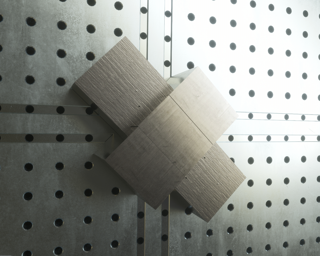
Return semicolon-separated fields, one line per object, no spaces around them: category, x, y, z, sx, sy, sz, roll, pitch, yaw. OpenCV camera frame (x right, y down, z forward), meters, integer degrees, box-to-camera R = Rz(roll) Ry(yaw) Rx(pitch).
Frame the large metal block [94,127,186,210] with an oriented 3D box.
large metal block;-0.028;0.044;0.374;0.050;0.080;0.080;-46;105;-14

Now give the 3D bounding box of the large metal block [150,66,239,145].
large metal block;0.040;-0.026;0.400;0.050;0.080;0.080;-46;105;-14

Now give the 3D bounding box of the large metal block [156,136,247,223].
large metal block;0.054;0.065;0.421;0.080;0.050;0.080;-45;105;-14

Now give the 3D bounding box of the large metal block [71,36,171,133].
large metal block;-0.048;-0.050;0.379;0.080;0.050;0.080;-47;105;-13

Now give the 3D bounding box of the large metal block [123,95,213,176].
large metal block;0.005;0.009;0.387;0.050;0.080;0.080;-46;105;-14
